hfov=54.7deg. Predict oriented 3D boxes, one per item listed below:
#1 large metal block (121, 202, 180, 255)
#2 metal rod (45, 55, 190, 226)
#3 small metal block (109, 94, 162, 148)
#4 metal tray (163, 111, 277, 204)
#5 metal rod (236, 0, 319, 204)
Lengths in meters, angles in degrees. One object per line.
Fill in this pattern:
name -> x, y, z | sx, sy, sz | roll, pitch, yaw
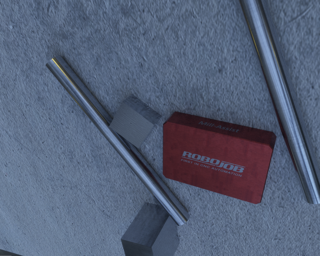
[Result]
large metal block -> -0.012, 0.178, 0.486 | 0.050, 0.080, 0.079 | 5, 121, 25
metal rod -> -0.055, 0.024, 0.448 | 0.025, 0.025, 0.300 | -31, 102, 37
small metal block -> -0.033, -0.009, 0.417 | 0.050, 0.025, 0.050 | 37, 129, 3
metal tray -> 0.069, 0.036, 0.389 | 0.130, 0.030, 0.089 | 13, 124, 20
metal rod -> 0.119, -0.047, 0.314 | 0.025, 0.025, 0.299 | -13, 112, 33
